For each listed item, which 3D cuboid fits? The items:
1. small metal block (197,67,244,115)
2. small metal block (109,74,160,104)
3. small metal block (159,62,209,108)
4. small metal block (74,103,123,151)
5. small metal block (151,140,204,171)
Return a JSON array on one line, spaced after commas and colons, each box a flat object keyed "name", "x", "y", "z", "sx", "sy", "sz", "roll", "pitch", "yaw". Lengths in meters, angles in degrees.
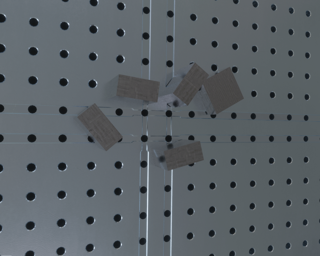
[{"name": "small metal block", "x": 0.084, "y": -0.053, "z": 0.443, "sx": 0.050, "sy": 0.025, "sz": 0.050, "roll": -29, "pitch": 100, "yaw": -18}, {"name": "small metal block", "x": -0.034, "y": -0.046, "z": 0.387, "sx": 0.050, "sy": 0.050, "sz": 0.025, "roll": 8, "pitch": 88, "yaw": -20}, {"name": "small metal block", "x": 0.031, "y": -0.055, "z": 0.410, "sx": 0.025, "sy": 0.050, "sz": 0.050, "roll": 39, "pitch": 78, "yaw": -16}, {"name": "small metal block", "x": -0.075, "y": -0.001, "z": 0.371, "sx": 0.025, "sy": 0.050, "sz": 0.050, "roll": -42, "pitch": 103, "yaw": -15}, {"name": "small metal block", "x": 0.022, "y": 0.034, "z": 0.407, "sx": 0.050, "sy": 0.050, "sz": 0.025, "roll": -14, "pitch": 95, "yaw": -19}]
